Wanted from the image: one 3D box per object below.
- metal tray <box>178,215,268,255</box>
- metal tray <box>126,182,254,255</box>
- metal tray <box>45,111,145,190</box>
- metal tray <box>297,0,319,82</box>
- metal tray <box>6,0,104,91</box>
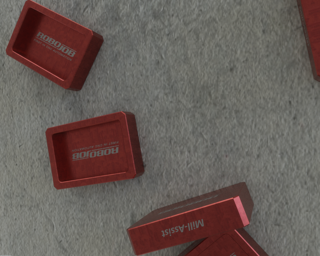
[{"bbox_3d":[0.067,0.183,0.378,0.130,0.030,0.090,-45,81,14],"label":"metal tray"},{"bbox_3d":[0.038,0.103,0.360,0.130,0.090,0.030,-22,83,18],"label":"metal tray"},{"bbox_3d":[-0.094,0.033,0.437,0.130,0.030,0.089,-11,86,19],"label":"metal tray"},{"bbox_3d":[0.205,-0.124,0.335,0.090,0.030,0.129,-12,86,19],"label":"metal tray"},{"bbox_3d":[-0.158,-0.123,0.460,0.130,0.030,0.090,30,99,17],"label":"metal tray"}]
